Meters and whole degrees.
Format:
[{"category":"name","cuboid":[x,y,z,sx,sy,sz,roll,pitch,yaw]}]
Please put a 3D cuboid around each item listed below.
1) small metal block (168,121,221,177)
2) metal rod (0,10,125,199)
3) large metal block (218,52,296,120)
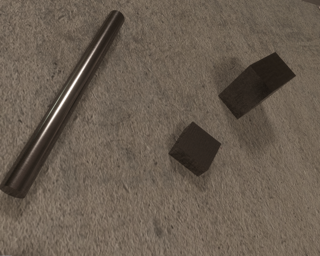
[{"category":"small metal block","cuboid":[0.047,0.028,0.414,0.050,0.025,0.050,38,51,-3]},{"category":"metal rod","cuboid":[-0.103,-0.054,0.382,0.025,0.025,0.300,27,52,-12]},{"category":"large metal block","cuboid":[0.154,-0.067,0.495,0.081,0.080,0.050,-30,79,-38]}]
